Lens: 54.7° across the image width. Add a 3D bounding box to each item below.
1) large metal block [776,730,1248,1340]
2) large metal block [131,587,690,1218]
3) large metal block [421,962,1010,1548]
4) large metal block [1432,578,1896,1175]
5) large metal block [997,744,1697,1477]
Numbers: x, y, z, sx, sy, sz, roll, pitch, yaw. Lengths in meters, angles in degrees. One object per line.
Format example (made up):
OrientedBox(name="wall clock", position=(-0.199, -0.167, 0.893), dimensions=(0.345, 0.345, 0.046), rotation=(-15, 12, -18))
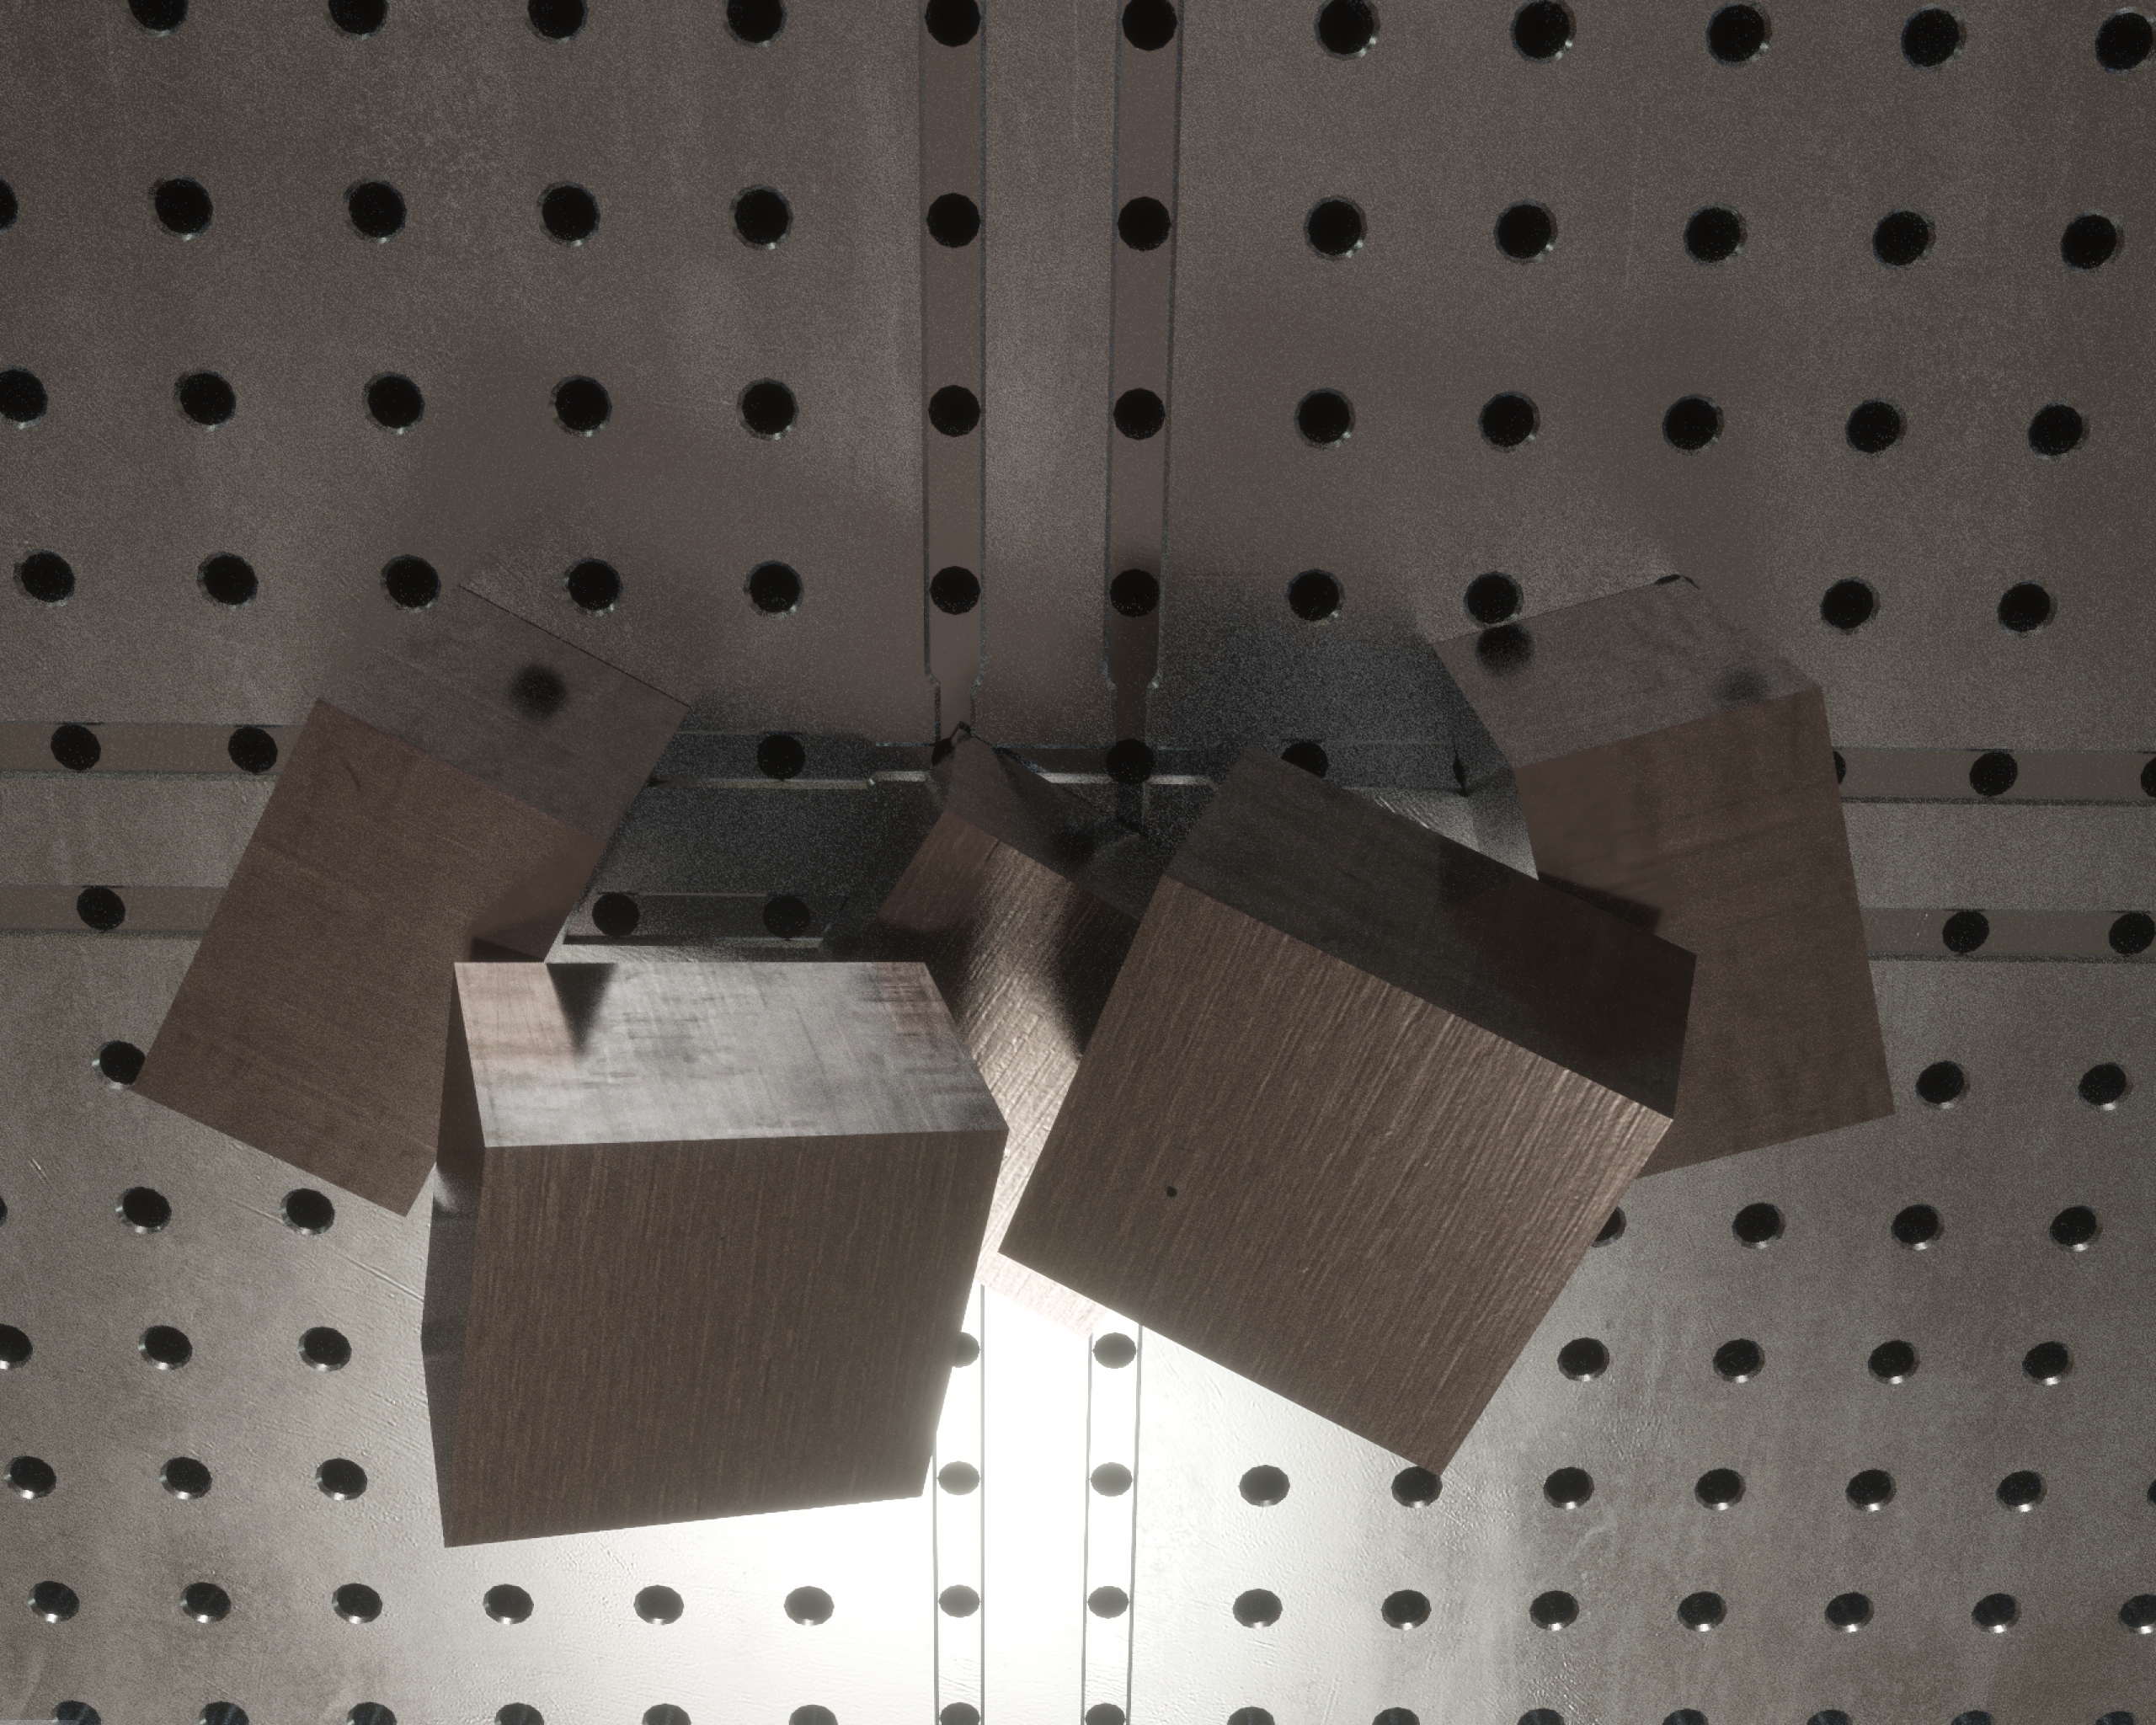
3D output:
OrientedBox(name="large metal block", position=(-0.011, 0.033, 0.411), dimensions=(0.080, 0.050, 0.080), rotation=(31, 107, -11))
OrientedBox(name="large metal block", position=(-0.119, 0.004, 0.383), dimensions=(0.050, 0.080, 0.080), rotation=(28, 107, -10))
OrientedBox(name="large metal block", position=(-0.064, 0.064, 0.353), dimensions=(0.081, 0.050, 0.079), rotation=(1, 119, -23))
OrientedBox(name="large metal block", position=(0.105, 0.000, 0.385), dimensions=(0.050, 0.080, 0.080), rotation=(-15, 110, 5))
OrientedBox(name="large metal block", position=(0.043, 0.040, 0.341), dimensions=(0.080, 0.050, 0.079), rotation=(26, 122, 6))
